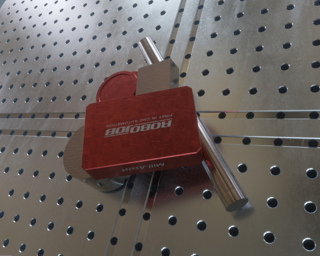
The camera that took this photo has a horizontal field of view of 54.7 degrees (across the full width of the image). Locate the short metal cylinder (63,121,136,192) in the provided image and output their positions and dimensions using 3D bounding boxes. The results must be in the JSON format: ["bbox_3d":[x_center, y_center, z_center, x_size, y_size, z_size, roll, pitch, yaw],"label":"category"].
[{"bbox_3d":[-0.077,0.037,0.405,0.080,0.050,0.080,-13,56,21],"label":"short metal cylinder"}]

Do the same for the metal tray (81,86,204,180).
[{"bbox_3d":[-0.021,0.005,0.359,0.131,0.030,0.090,-9,57,8],"label":"metal tray"}]

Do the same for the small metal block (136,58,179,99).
[{"bbox_3d":[-0.003,-0.059,0.411,0.050,0.025,0.050,-12,59,27],"label":"small metal block"}]

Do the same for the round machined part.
[{"bbox_3d":[-0.052,-0.043,0.445,0.098,0.042,0.098,-14,56,22],"label":"round machined part"}]

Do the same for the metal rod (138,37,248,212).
[{"bbox_3d":[0.028,-0.028,0.406,0.025,0.025,0.300,-31,52,8],"label":"metal rod"}]
